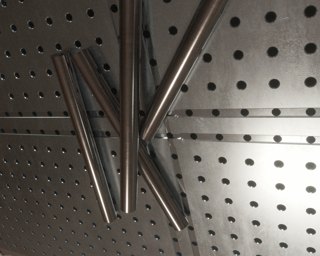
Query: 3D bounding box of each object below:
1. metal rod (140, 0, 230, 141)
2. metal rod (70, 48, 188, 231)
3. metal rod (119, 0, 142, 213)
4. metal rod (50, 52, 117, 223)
[{"bbox_3d":[0.037,-0.094,0.332,0.025,0.025,0.298,34,129,6],"label":"metal rod"},{"bbox_3d":[-0.037,0.027,0.445,0.025,0.025,0.299,-18,110,34],"label":"metal rod"},{"bbox_3d":[-0.039,-0.017,0.396,0.025,0.025,0.298,13,117,20],"label":"metal rod"},{"bbox_3d":[-0.112,0.031,0.487,0.025,0.025,0.298,4,121,26],"label":"metal rod"}]
